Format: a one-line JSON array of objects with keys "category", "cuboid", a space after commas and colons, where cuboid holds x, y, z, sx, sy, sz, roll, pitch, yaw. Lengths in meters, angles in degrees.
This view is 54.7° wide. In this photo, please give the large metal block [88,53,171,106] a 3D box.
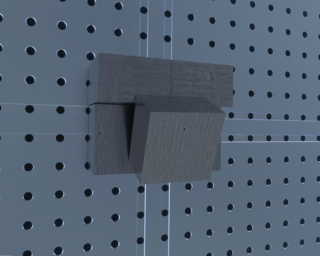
[{"category": "large metal block", "cuboid": [-0.039, -0.052, 0.368, 0.081, 0.080, 0.050, 1, 90, -20]}]

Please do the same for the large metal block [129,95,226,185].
[{"category": "large metal block", "cuboid": [0.015, 0.011, 0.335, 0.081, 0.050, 0.079, 0, 114, -21]}]

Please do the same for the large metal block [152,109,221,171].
[{"category": "large metal block", "cuboid": [0.032, 0.014, 0.410, 0.081, 0.050, 0.079, 1, 90, -21]}]

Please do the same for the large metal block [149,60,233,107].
[{"category": "large metal block", "cuboid": [0.037, -0.051, 0.397, 0.081, 0.080, 0.050, 1, 90, -20]}]

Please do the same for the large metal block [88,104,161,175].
[{"category": "large metal block", "cuboid": [-0.044, 0.013, 0.382, 0.081, 0.050, 0.079, 1, 90, -21]}]
